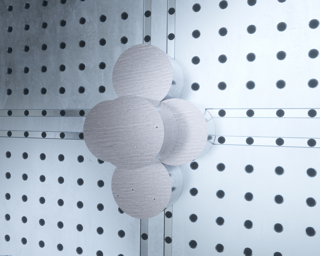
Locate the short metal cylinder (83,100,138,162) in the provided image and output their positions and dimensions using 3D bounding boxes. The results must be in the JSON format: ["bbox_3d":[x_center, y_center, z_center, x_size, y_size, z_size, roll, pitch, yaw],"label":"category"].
[{"bbox_3d":[-0.055,0.004,0.419,0.080,0.050,0.079,0,90,20],"label":"short metal cylinder"}]

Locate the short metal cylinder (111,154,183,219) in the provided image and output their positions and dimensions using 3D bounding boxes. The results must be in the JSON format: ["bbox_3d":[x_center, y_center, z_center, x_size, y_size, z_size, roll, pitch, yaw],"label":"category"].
[{"bbox_3d":[-0.016,0.072,0.404,0.080,0.050,0.080,-1,88,19],"label":"short metal cylinder"}]

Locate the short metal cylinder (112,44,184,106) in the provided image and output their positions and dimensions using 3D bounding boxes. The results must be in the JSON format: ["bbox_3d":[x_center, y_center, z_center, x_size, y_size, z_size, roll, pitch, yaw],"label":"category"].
[{"bbox_3d":[-0.014,-0.064,0.404,0.080,0.050,0.079,0,90,19],"label":"short metal cylinder"}]

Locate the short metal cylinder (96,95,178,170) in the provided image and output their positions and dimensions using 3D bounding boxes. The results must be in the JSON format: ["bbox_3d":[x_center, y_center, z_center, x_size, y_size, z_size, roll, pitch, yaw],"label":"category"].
[{"bbox_3d":[-0.025,0.005,0.354,0.080,0.050,0.079,0,90,20],"label":"short metal cylinder"}]

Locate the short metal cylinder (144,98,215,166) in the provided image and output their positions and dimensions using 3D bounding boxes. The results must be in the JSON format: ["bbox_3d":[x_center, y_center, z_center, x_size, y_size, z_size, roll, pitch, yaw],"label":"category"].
[{"bbox_3d":[0.025,0.005,0.390,0.080,0.050,0.080,0,90,20],"label":"short metal cylinder"}]
